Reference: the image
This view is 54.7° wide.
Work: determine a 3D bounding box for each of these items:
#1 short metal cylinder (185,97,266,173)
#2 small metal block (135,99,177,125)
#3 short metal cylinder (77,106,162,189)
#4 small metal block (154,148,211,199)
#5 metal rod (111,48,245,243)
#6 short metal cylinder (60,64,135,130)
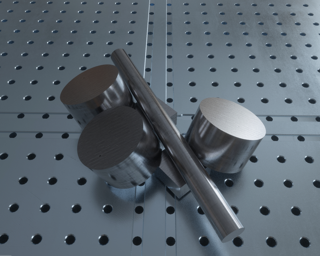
[{"bbox_3d":[0.075,0.007,0.364,0.081,0.050,0.080,15,33,-10],"label":"short metal cylinder"},{"bbox_3d":[-0.013,-0.013,0.414,0.050,0.025,0.050,-36,59,-26],"label":"small metal block"},{"bbox_3d":[-0.045,0.022,0.350,0.080,0.050,0.080,-13,52,18],"label":"short metal cylinder"},{"bbox_3d":[0.025,0.046,0.365,0.050,0.025,0.050,-33,58,-25],"label":"small metal block"},{"bbox_3d":[0.003,-0.004,0.373,0.025,0.025,0.300,-20,53,-16],"label":"metal rod"},{"bbox_3d":[-0.079,-0.038,0.400,0.080,0.050,0.080,-16,40,14],"label":"short metal cylinder"}]
